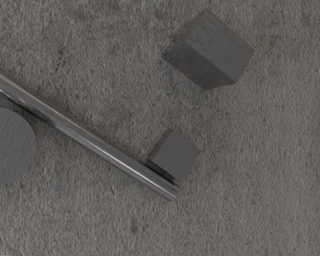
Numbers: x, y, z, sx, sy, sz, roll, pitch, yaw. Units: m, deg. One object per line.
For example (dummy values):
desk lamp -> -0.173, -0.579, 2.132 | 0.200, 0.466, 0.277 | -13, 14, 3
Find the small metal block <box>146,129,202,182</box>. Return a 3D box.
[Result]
small metal block -> 0.019, 0.036, 0.416 | 0.050, 0.025, 0.050 | 38, 78, -16

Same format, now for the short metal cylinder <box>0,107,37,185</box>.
short metal cylinder -> -0.175, 0.018, 0.331 | 0.081, 0.050, 0.080 | 0, 90, -20

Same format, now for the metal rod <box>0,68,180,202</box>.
metal rod -> -0.099, 0.004, 0.372 | 0.301, 0.025, 0.025 | 35, 79, -17

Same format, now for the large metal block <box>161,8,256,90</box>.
large metal block -> 0.059, -0.096, 0.402 | 0.080, 0.080, 0.050 | 35, 79, -17
